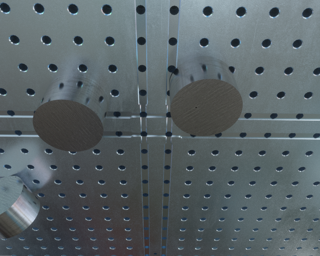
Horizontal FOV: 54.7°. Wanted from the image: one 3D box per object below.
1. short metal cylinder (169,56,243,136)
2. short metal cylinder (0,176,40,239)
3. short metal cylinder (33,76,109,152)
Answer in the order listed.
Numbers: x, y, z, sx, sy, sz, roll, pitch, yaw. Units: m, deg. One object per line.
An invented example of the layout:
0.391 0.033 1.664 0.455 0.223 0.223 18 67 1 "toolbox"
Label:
0.052 -0.037 0.364 0.081 0.050 0.079 0 130 0 "short metal cylinder"
-0.235 0.121 0.476 0.080 0.080 0.050 -12 129 10 "short metal cylinder"
-0.107 -0.017 0.380 0.081 0.050 0.079 0 130 0 "short metal cylinder"
